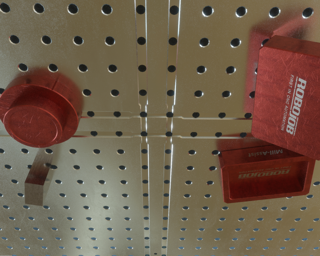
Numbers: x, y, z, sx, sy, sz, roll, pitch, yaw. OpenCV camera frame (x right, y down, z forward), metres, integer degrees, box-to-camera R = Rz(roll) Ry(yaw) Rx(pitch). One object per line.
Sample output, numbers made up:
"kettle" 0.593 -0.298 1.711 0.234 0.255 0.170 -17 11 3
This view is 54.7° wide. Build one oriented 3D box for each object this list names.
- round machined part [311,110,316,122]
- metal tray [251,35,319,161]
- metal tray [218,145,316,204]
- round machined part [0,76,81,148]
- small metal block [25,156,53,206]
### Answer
"round machined part" 0.238 -0.003 0.400 0.099 0.042 0.097 0 130 0
"metal tray" 0.156 -0.032 0.350 0.090 0.030 0.129 23 139 32
"metal tray" 0.158 0.069 0.468 0.131 0.030 0.090 -8 130 6
"round machined part" -0.152 -0.013 0.388 0.099 0.042 0.097 0 130 0
"small metal block" -0.180 0.079 0.461 0.025 0.050 0.050 11 129 -10
